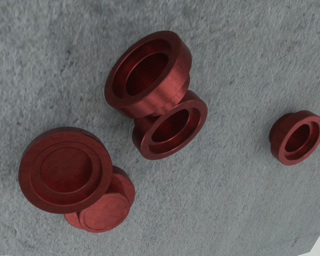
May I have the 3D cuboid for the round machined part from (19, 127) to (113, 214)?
[{"bbox_3d":[-0.107,0.045,0.356,0.099,0.042,0.097,-6,108,-19],"label":"round machined part"}]

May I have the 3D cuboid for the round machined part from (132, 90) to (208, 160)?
[{"bbox_3d":[0.007,-0.009,0.383,0.099,0.042,0.097,-28,148,-19],"label":"round machined part"}]

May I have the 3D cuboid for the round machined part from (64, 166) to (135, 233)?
[{"bbox_3d":[-0.079,0.101,0.417,0.099,0.042,0.097,-14,125,-21],"label":"round machined part"}]

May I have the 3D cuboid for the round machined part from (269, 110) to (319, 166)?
[{"bbox_3d":[0.228,0.013,0.532,0.099,0.042,0.097,-14,125,-21],"label":"round machined part"}]

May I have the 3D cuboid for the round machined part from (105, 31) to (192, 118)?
[{"bbox_3d":[-0.008,-0.051,0.325,0.098,0.098,0.042,-46,129,3],"label":"round machined part"}]
